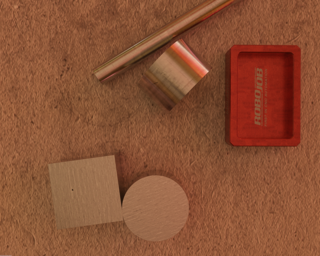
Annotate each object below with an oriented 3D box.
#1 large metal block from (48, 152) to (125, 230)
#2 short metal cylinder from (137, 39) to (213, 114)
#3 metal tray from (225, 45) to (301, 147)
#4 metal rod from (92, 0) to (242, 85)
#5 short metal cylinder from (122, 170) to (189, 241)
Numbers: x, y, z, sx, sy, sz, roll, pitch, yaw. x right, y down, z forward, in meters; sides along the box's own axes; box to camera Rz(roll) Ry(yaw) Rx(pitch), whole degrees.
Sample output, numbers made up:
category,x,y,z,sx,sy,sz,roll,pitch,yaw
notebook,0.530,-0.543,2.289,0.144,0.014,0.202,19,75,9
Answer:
category,x,y,z,sx,sy,sz,roll,pitch,yaw
large metal block,-0.089,0.077,0.397,0.080,0.050,0.080,-8,90,0
short metal cylinder,0.018,-0.062,0.382,0.050,0.080,0.080,44,90,0
metal tray,0.134,-0.041,0.408,0.091,0.030,0.129,0,90,0
metal rod,0.046,-0.146,0.410,0.301,0.025,0.025,-32,90,0
short metal cylinder,-0.005,0.097,0.397,0.081,0.050,0.079,0,90,0
